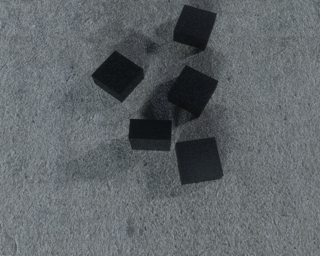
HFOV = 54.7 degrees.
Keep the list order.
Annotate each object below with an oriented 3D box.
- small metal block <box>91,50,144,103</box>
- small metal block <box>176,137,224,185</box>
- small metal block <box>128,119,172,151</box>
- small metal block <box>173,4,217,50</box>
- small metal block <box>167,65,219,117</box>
[{"bbox_3d":[-0.058,-0.072,0.434,0.050,0.025,0.050,35,74,12],"label":"small metal block"},{"bbox_3d":[0.048,0.042,0.393,0.050,0.025,0.050,-8,70,-3],"label":"small metal block"},{"bbox_3d":[-0.011,0.010,0.391,0.050,0.050,0.025,2,70,1],"label":"small metal block"},{"bbox_3d":[0.052,-0.151,0.463,0.050,0.025,0.050,18,71,6],"label":"small metal block"},{"bbox_3d":[0.045,-0.051,0.427,0.050,0.025,0.050,29,72,10],"label":"small metal block"}]
